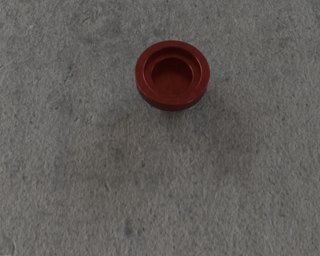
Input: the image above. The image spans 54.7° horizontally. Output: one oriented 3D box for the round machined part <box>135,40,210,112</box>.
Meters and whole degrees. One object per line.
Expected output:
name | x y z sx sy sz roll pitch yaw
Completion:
round machined part | 0.016 -0.067 0.424 0.099 0.042 0.098 0 70 -1
